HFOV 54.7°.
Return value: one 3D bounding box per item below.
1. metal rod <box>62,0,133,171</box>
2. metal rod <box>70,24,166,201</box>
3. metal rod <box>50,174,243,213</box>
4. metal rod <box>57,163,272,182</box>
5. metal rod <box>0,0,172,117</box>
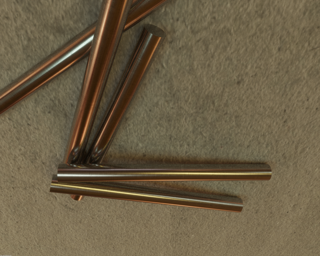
[{"bbox_3d":[-0.081,-0.033,0.355,0.025,0.025,0.298,16,135,-14],"label":"metal rod"},{"bbox_3d":[-0.068,0.002,0.407,0.025,0.025,0.298,19,127,-16],"label":"metal rod"},{"bbox_3d":[-0.009,0.103,0.474,0.302,0.025,0.025,11,130,-18],"label":"metal rod"},{"bbox_3d":[0.013,0.063,0.441,0.302,0.025,0.025,1,131,-10],"label":"metal rod"},{"bbox_3d":[-0.102,-0.078,0.339,0.300,0.025,0.025,-27,125,21],"label":"metal rod"}]
